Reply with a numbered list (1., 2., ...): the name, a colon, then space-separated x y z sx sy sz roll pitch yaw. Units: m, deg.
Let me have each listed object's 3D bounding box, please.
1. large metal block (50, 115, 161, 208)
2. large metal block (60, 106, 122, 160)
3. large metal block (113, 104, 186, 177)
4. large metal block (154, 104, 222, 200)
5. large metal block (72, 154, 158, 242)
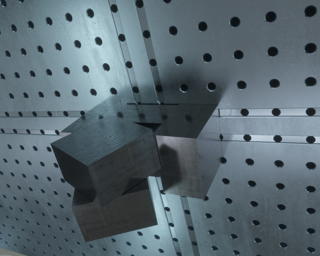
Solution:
1. large metal block: -0.059 0.031 0.342 0.080 0.081 0.050 18 128 45
2. large metal block: -0.080 0.022 0.430 0.050 0.080 0.079 2 119 27
3. large metal block: -0.016 0.016 0.409 0.080 0.050 0.079 3 120 26
4. large metal block: 0.037 0.025 0.370 0.050 0.080 0.079 4 120 26
5. large metal block: -0.051 0.076 0.362 0.081 0.080 0.050 -13 116 -3
